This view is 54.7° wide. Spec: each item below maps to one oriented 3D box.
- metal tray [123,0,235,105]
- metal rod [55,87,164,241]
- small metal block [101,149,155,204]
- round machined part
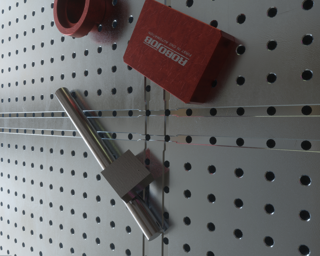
[{"bbox_3d":[0.017,-0.098,0.390,0.130,0.030,0.089,38,113,33],"label":"metal tray"},{"bbox_3d":[-0.090,0.040,0.480,0.300,0.025,0.025,50,119,27],"label":"metal rod"},{"bbox_3d":[-0.044,0.066,0.427,0.050,0.025,0.050,-40,59,-11],"label":"small metal block"},{"bbox_3d":[-0.126,-0.195,0.500,0.098,0.042,0.097,0,90,39],"label":"round machined part"}]
